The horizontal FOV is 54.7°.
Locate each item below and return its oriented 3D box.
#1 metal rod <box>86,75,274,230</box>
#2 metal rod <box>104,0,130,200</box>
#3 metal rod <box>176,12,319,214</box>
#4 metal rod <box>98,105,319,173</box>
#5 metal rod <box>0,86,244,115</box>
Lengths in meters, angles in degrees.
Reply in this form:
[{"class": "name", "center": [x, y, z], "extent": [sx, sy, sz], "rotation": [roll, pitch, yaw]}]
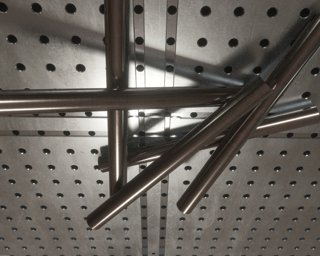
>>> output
[{"class": "metal rod", "center": [0.011, 0.043, 0.391], "extent": [0.299, 0.025, 0.025], "rotation": [-41, 120, 21]}, {"class": "metal rod", "center": [-0.052, -0.008, 0.382], "extent": [0.025, 0.025, 0.298], "rotation": [3, 124, -3]}, {"class": "metal rod", "center": [0.103, 0.001, 0.386], "extent": [0.025, 0.025, 0.298], "rotation": [22, 118, -18]}, {"class": "metal rod", "center": [0.058, 0.018, 0.427], "extent": [0.301, 0.025, 0.025], "rotation": [-14, 129, 11]}, {"class": "metal rod", "center": [-0.039, -0.032, 0.337], "extent": [0.303, 0.025, 0.025], "rotation": [-3, 132, -17]}]
